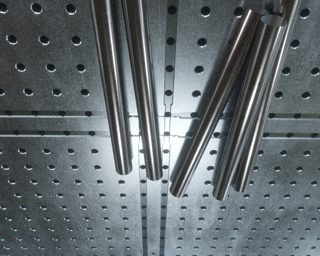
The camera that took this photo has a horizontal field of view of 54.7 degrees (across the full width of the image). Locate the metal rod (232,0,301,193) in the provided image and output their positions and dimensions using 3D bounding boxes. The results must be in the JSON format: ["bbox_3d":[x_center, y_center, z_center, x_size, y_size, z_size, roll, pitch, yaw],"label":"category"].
[{"bbox_3d":[0.127,-0.021,0.395,0.025,0.025,0.298,-1,130,0],"label":"metal rod"}]

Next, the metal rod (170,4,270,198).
[{"bbox_3d":[0.063,-0.009,0.405,0.025,0.025,0.298,10,130,-9],"label":"metal rod"}]

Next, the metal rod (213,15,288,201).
[{"bbox_3d":[0.103,0.003,0.400,0.025,0.025,0.298,1,135,-2],"label":"metal rod"}]

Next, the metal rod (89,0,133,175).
[{"bbox_3d":[-0.056,-0.052,0.366,0.025,0.025,0.298,-1,130,0],"label":"metal rod"}]

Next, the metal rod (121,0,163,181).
[{"bbox_3d":[-0.018,-0.042,0.375,0.025,0.025,0.298,-3,130,2],"label":"metal rod"}]
